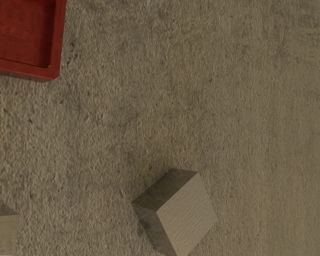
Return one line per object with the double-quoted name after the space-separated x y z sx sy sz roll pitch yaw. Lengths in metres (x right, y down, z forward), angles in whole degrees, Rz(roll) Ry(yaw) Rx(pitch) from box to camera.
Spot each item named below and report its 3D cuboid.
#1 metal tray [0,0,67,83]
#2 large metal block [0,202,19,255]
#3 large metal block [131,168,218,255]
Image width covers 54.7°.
-0.154 -0.096 0.272 0.131 0.030 0.089 7 86 -40 "metal tray"
-0.153 0.101 0.241 0.050 0.080 0.080 8 85 -40 "large metal block"
0.021 0.110 0.406 0.081 0.050 0.080 -36 112 -34 "large metal block"
